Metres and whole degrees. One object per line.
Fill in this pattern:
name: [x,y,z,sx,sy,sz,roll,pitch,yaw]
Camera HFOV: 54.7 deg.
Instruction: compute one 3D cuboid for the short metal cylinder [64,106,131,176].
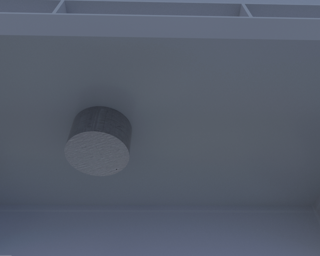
short metal cylinder: [-0.079,0.018,0.407,0.081,0.050,0.079,0,130,0]
